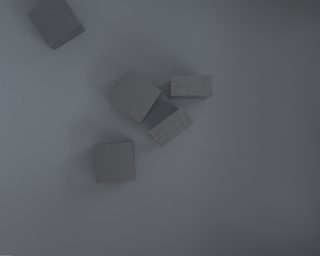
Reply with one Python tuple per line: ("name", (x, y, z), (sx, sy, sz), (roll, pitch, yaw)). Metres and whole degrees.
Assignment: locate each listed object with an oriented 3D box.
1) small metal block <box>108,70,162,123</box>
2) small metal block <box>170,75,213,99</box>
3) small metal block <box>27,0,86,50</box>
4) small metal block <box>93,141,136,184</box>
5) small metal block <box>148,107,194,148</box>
("small metal block", (-0.032, -0.041, 0.411), (0.050, 0.025, 0.050), (33, 90, 0))
("small metal block", (0.038, -0.052, 0.399), (0.050, 0.050, 0.025), (-1, 90, 0))
("small metal block", (-0.136, -0.140, 0.410), (0.050, 0.025, 0.050), (-33, 90, 0))
("small metal block", (-0.060, 0.045, 0.411), (0.050, 0.025, 0.050), (-5, 90, 0))
("small metal block", (0.014, -0.001, 0.399), (0.050, 0.050, 0.025), (-37, 90, 0))
